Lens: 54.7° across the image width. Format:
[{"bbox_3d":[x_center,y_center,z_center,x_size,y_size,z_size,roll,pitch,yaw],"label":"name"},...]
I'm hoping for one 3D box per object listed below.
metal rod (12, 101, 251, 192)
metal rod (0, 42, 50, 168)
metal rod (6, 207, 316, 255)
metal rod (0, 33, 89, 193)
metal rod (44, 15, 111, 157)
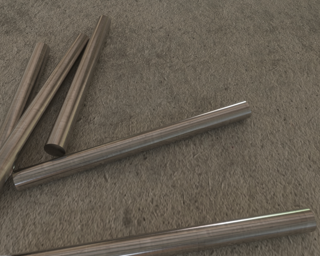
[{"bbox_3d":[-0.022,0.018,0.387,0.302,0.025,0.025,-17,52,-14],"label":"metal rod"},{"bbox_3d":[-0.193,-0.016,0.415,0.025,0.025,0.300,0,50,0],"label":"metal rod"},{"bbox_3d":[0.006,0.114,0.307,0.302,0.025,0.025,-7,51,-6],"label":"metal rod"},{"bbox_3d":[-0.154,-0.044,0.425,0.025,0.025,0.300,7,46,6],"label":"metal rod"},{"bbox_3d":[-0.113,-0.084,0.465,0.025,0.025,0.300,3,48,3],"label":"metal rod"}]
